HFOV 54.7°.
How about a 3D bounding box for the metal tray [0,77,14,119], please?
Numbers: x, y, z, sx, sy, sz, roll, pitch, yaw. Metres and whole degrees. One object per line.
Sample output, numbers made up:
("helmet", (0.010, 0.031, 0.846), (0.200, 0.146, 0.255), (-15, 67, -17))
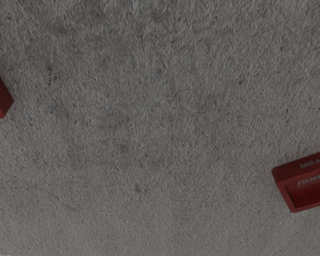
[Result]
("metal tray", (-0.238, -0.064, 0.346), (0.090, 0.030, 0.129), (-7, 130, 5))

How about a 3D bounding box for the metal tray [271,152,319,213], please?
("metal tray", (0.249, 0.077, 0.471), (0.130, 0.030, 0.090), (-24, 127, 18))
